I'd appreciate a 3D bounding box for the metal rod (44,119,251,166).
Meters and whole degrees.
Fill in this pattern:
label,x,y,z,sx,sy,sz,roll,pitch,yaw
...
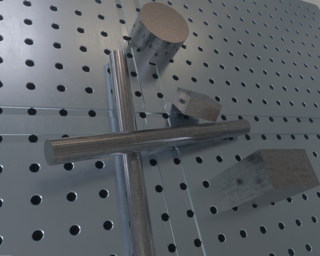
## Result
label,x,y,z,sx,sy,sz,roll,pitch,yaw
metal rod,0.013,0.011,0.383,0.302,0.025,0.025,-6,65,-39

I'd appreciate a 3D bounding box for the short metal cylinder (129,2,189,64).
label,x,y,z,sx,sy,sz,roll,pitch,yaw
short metal cylinder,-0.002,-0.146,0.480,0.081,0.050,0.080,14,56,-21

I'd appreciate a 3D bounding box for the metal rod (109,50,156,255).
label,x,y,z,sx,sy,sz,roll,pitch,yaw
metal rod,-0.036,0.030,0.370,0.025,0.025,0.299,4,60,-26

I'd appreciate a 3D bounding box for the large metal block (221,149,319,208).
label,x,y,z,sx,sy,sz,roll,pitch,yaw
large metal block,0.143,0.067,0.409,0.081,0.080,0.050,2,61,-27

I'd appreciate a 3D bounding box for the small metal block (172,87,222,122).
label,x,y,z,sx,sy,sz,roll,pitch,yaw
small metal block,0.052,-0.034,0.440,0.050,0.025,0.050,12,18,-22
